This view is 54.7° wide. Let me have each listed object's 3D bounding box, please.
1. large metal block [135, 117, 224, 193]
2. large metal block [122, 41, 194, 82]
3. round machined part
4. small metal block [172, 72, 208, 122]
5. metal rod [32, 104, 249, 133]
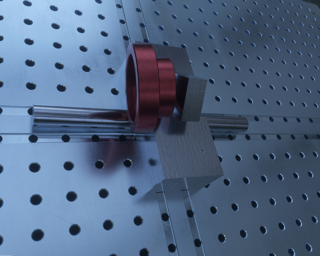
[{"bbox_3d":[0.022,0.031,0.385,0.081,0.050,0.080,1,61,-28],"label":"large metal block"},{"bbox_3d":[0.000,-0.069,0.434,0.081,0.050,0.080,1,62,-28],"label":"large metal block"},{"bbox_3d":[-0.011,-0.044,0.345,0.042,0.098,0.098,-3,63,-14],"label":"round machined part"},{"bbox_3d":[0.028,-0.039,0.375,0.025,0.050,0.050,1,18,-28],"label":"small metal block"},{"bbox_3d":[-0.006,-0.009,0.410,0.303,0.025,0.025,2,61,-27],"label":"metal rod"}]
